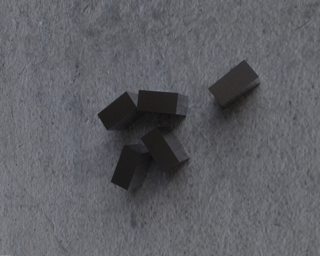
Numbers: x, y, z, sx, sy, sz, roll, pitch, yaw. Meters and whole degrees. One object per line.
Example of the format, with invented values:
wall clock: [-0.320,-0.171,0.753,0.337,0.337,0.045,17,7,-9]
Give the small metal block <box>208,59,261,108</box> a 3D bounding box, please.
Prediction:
small metal block: [0.089,-0.050,0.364,0.050,0.050,0.025,-39,78,15]

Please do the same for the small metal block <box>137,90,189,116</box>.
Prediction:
small metal block: [0.005,-0.031,0.393,0.050,0.050,0.025,7,93,19]

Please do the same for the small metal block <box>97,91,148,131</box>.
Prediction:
small metal block: [-0.046,-0.021,0.411,0.050,0.050,0.025,-36,79,16]

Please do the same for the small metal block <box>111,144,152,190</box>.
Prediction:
small metal block: [-0.034,0.049,0.407,0.025,0.050,0.050,23,98,18]

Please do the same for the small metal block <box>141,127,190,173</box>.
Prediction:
small metal block: [0.008,0.026,0.392,0.025,0.050,0.050,-36,79,16]
